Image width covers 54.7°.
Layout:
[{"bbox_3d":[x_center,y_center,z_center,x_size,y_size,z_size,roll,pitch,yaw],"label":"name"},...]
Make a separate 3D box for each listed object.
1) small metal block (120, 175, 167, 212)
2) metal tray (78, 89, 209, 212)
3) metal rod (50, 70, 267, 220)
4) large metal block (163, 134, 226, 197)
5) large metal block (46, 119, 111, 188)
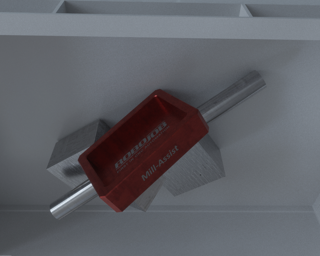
[{"bbox_3d":[-0.028,0.071,0.387,0.050,0.050,0.025,6,143,46],"label":"small metal block"},{"bbox_3d":[-0.022,0.019,0.345,0.130,0.090,0.030,-42,126,-8],"label":"metal tray"},{"bbox_3d":[-0.007,0.024,0.379,0.300,0.025,0.025,-33,124,7],"label":"metal rod"},{"bbox_3d":[0.032,0.040,0.426,0.080,0.050,0.080,-27,126,20],"label":"large metal block"},{"bbox_3d":[-0.091,0.046,0.426,0.080,0.050,0.080,-27,126,20],"label":"large metal block"}]
